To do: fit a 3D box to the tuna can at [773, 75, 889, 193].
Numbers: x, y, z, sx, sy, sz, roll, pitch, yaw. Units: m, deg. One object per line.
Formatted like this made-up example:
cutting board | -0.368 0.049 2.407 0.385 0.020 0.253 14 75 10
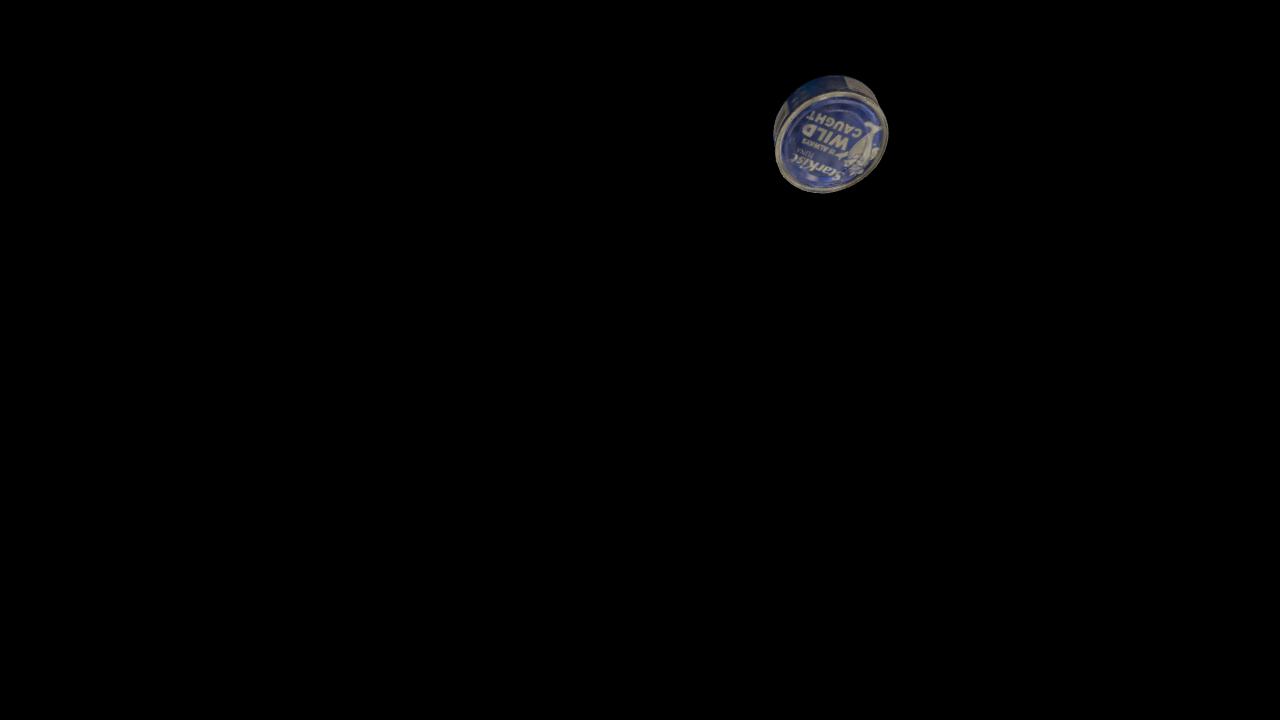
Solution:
tuna can | 0.147 -0.175 0.481 0.084 0.034 0.084 3 -43 2
